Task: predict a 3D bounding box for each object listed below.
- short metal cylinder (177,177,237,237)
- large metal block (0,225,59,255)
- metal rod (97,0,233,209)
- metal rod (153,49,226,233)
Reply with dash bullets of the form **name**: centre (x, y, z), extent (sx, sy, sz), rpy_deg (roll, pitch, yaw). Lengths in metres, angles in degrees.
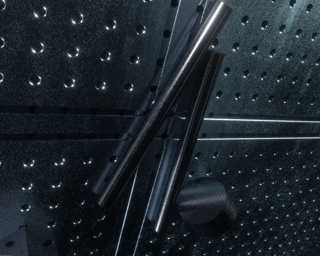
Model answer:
- **short metal cylinder**: centre (0.075, 0.125, 0.494), extent (0.080, 0.080, 0.050), rpy_deg (-39, 129, -2)
- **large metal block**: centre (-0.169, 0.188, 0.399), extent (0.050, 0.080, 0.080), rpy_deg (-32, 129, -8)
- **metal rod**: centre (-0.001, -0.020, 0.397), extent (0.025, 0.025, 0.299), rpy_deg (21, 107, -36)
- **metal rod**: centre (0.036, 0.034, 0.451), extent (0.025, 0.025, 0.298), rpy_deg (0, 118, -29)
